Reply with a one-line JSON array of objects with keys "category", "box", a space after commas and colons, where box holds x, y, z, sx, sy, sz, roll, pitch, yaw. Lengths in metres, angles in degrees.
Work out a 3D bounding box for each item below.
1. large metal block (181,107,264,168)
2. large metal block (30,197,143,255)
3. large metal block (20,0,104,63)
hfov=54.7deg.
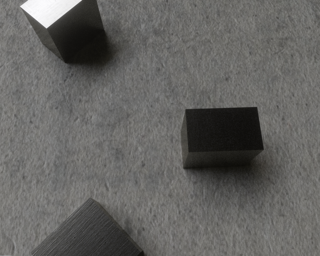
[{"category": "large metal block", "box": [0.069, 0.014, 0.375, 0.081, 0.080, 0.050, -2, 70, -1]}, {"category": "large metal block", "box": [-0.077, 0.137, 0.344, 0.080, 0.050, 0.080, 43, 75, 14]}, {"category": "large metal block", "box": [-0.131, -0.152, 0.433, 0.050, 0.080, 0.080, 40, 75, 13]}]
